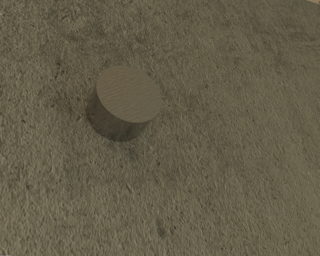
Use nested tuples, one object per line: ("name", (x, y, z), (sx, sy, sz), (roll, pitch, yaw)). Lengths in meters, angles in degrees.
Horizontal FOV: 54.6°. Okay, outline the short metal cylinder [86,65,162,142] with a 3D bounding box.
("short metal cylinder", (-0.045, -0.029, 0.381), (0.081, 0.050, 0.080), (13, 56, -21))
